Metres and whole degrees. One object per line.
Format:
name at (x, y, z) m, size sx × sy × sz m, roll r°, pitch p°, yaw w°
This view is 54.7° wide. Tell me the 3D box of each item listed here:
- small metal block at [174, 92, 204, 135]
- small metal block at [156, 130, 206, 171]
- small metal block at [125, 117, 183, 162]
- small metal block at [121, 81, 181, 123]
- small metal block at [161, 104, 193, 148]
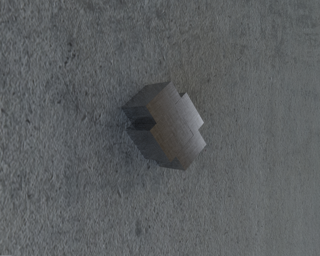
small metal block at (0.022, -0.018, 0.410) m, size 0.025 × 0.050 × 0.050 m, roll -49°, pitch 119°, yaw -29°
small metal block at (0.024, 0.028, 0.412) m, size 0.050 × 0.050 × 0.025 m, roll -47°, pitch 119°, yaw -30°
small metal block at (-0.008, 0.014, 0.384) m, size 0.025 × 0.050 × 0.050 m, roll -48°, pitch 119°, yaw -30°
small metal block at (-0.011, -0.031, 0.382) m, size 0.050 × 0.050 × 0.025 m, roll -47°, pitch 119°, yaw -30°
small metal block at (0.007, -0.002, 0.397) m, size 0.025 × 0.050 × 0.050 m, roll -48°, pitch 119°, yaw -30°
